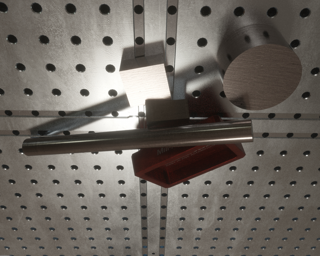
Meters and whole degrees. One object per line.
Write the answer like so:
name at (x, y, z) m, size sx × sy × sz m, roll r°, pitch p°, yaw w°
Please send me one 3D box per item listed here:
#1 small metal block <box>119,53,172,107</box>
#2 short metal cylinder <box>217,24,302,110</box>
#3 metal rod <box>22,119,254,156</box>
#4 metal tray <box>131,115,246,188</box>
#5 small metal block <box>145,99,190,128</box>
small metal block at (-0.016, -0.056, 0.364) m, size 0.050 × 0.025 × 0.050 m, roll -9°, pitch 130°, yaw 7°
short metal cylinder at (0.106, -0.066, 0.341) m, size 0.081 × 0.050 × 0.079 m, roll 0°, pitch 130°, yaw 0°
metal rod at (-0.042, 0.015, 0.382) m, size 0.301 × 0.025 × 0.025 m, roll -5°, pitch 131°, yaw 20°
metal tray at (0.039, 0.038, 0.420) m, size 0.130 × 0.030 × 0.090 m, roll -26°, pitch 147°, yaw 20°
small metal block at (0.009, -0.012, 0.386) m, size 0.050 × 0.025 × 0.050 m, roll -5°, pitch 160°, yaw -1°
